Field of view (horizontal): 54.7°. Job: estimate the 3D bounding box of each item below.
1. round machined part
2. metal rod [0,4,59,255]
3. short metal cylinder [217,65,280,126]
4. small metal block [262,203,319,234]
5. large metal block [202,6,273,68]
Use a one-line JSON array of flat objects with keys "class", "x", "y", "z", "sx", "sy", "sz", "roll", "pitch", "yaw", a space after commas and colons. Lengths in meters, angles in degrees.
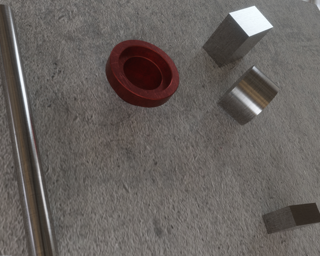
[{"class": "round machined part", "x": -0.027, "y": -0.069, "z": 0.422, "sx": 0.099, "sy": 0.042, "sz": 0.098, "roll": 14, "pitch": 56, "yaw": -21}, {"class": "metal rod", "x": -0.150, "y": -0.013, "z": 0.331, "sx": 0.025, "sy": 0.025, "sz": 0.299, "roll": -6, "pitch": 65, "yaw": -31}, {"class": "short metal cylinder", "x": 0.134, "y": -0.050, "z": 0.473, "sx": 0.050, "sy": 0.080, "sz": 0.080, "roll": 43, "pitch": 51, "yaw": 1}, {"class": "small metal block", "x": 0.175, "y": 0.120, "z": 0.411, "sx": 0.050, "sy": 0.050, "sz": 0.025, "roll": 2, "pitch": 61, "yaw": -28}, {"class": "large metal block", "x": 0.135, "y": -0.159, "z": 0.541, "sx": 0.081, "sy": 0.080, "sz": 0.050, "roll": -29, "pitch": 78, "yaw": -38}]
